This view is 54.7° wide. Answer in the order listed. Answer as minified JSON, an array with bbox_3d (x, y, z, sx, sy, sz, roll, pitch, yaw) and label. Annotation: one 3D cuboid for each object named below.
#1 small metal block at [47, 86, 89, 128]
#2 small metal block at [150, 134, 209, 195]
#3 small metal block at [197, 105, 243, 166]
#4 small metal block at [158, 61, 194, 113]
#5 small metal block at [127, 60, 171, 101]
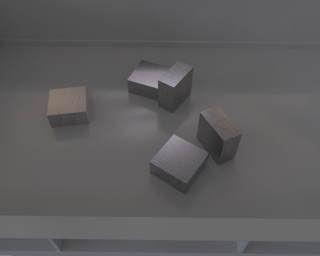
[{"bbox_3d":[-0.126,-0.030,0.429,0.050,0.025,0.050,-7,50,-6],"label":"small metal block"},{"bbox_3d":[0.023,0.042,0.370,0.050,0.025,0.050,28,55,22],"label":"small metal block"},{"bbox_3d":[0.071,0.009,0.381,0.025,0.050,0.050,-22,53,-17],"label":"small metal block"},{"bbox_3d":[0.022,-0.058,0.437,0.025,0.050,0.050,27,55,21],"label":"small metal block"},{"bbox_3d":[-0.015,-0.072,0.465,0.050,0.025,0.050,18,52,14],"label":"small metal block"}]
